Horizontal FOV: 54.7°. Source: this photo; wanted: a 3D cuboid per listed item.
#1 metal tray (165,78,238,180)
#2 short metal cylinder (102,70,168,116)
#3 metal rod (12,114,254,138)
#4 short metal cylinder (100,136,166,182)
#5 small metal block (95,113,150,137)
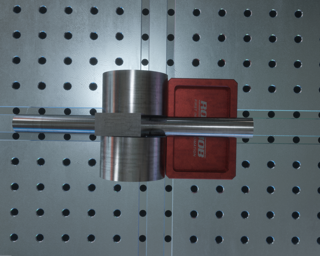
[{"bbox_3d":[0.053,0.001,0.411,0.091,0.030,0.129,1,90,0],"label":"metal tray"},{"bbox_3d":[-0.031,-0.040,0.384,0.081,0.080,0.050,1,90,0],"label":"short metal cylinder"},{"bbox_3d":[-0.040,-0.003,0.390,0.301,0.025,0.025,1,90,8],"label":"metal rod"},{"bbox_3d":[-0.033,0.035,0.385,0.081,0.080,0.050,1,90,0],"label":"short metal cylinder"},{"bbox_3d":[-0.041,-0.004,0.353,0.050,0.050,0.025,1,90,8],"label":"small metal block"}]
